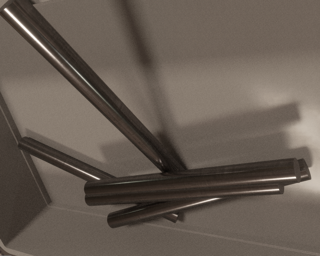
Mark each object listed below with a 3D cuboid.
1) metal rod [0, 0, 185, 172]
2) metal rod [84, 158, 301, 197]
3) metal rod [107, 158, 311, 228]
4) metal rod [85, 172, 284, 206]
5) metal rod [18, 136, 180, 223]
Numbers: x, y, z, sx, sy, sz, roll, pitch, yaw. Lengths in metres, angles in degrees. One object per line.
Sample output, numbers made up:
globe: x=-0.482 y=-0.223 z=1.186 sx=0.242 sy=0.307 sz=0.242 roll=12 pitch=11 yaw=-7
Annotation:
metal rod: x=-0.045 y=-0.014 z=0.344 sx=0.025 sy=0.025 sz=0.300 roll=-11 pitch=138 yaw=32
metal rod: x=0.015 y=0.067 z=0.390 sx=0.300 sy=0.025 sz=0.025 roll=-12 pitch=113 yaw=34
metal rod: x=0.045 y=0.097 z=0.422 sx=0.300 sy=0.025 sz=0.025 roll=-23 pitch=106 yaw=29
metal rod: x=0.009 y=0.087 z=0.420 sx=0.300 sy=0.025 sz=0.025 roll=-13 pitch=112 yaw=34
metal rod: x=-0.107 y=0.081 z=0.512 sx=0.301 sy=0.025 sz=0.025 roll=22 pitch=127 yaw=14
